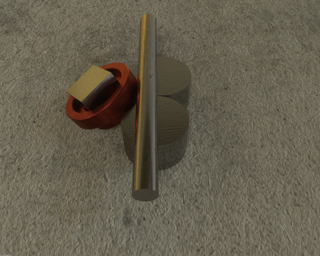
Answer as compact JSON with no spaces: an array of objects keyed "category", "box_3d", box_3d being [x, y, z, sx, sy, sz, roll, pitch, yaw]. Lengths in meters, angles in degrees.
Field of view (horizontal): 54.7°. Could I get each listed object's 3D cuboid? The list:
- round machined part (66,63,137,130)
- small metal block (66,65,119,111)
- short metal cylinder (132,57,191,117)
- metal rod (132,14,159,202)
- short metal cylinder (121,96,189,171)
[{"category":"round machined part","box_3d":[-0.071,-0.036,0.407,0.098,0.042,0.098,-20,44,21]},{"category":"small metal block","box_3d":[-0.084,-0.049,0.393,0.050,0.025,0.050,-48,41,-11]},{"category":"short metal cylinder","box_3d":[0.002,-0.056,0.435,0.081,0.050,0.080,0,50,0]},{"category":"metal rod","box_3d":[-0.016,-0.052,0.384,0.025,0.025,0.300,-1,50,-1]},{"category":"short metal cylinder","box_3d":[-0.006,0.006,0.383,0.081,0.050,0.080,0,49,0]}]
